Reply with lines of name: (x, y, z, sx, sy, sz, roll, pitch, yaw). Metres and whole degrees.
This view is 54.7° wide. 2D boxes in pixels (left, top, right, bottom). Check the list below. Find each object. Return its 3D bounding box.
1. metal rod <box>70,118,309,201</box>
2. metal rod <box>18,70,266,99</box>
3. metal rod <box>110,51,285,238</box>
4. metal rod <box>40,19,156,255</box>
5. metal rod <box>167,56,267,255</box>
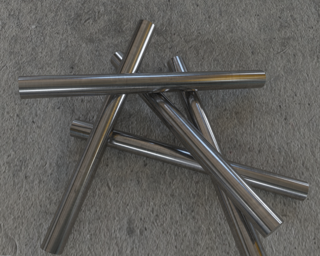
metal rod: (0.032, 0.039, 0.394, 0.301, 0.025, 0.025, 15, 71, 5)
metal rod: (-0.006, -0.055, 0.378, 0.302, 0.025, 0.025, -5, 70, -18)
metal rod: (0.024, -0.001, 0.369, 0.025, 0.025, 0.300, -34, 59, -12)
metal rod: (-0.069, 0.000, 0.379, 0.025, 0.025, 0.299, 19, 78, 7)
metal rod: (0.063, 0.031, 0.370, 0.025, 0.025, 0.299, -15, 61, -5)
